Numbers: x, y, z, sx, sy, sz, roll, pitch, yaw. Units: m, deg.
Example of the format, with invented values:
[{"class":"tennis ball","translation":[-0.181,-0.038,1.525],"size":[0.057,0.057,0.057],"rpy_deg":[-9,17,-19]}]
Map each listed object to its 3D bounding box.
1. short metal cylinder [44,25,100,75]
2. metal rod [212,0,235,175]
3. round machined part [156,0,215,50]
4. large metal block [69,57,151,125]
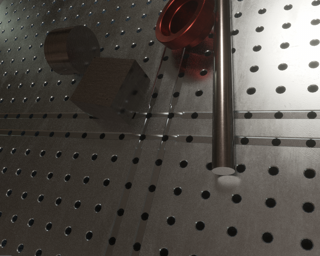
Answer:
[{"class":"short metal cylinder","translation":[-0.148,-0.131,0.529],"size":[0.050,0.080,0.080],"rpy_deg":[3,63,29]},{"class":"metal rod","translation":[0.084,-0.083,0.414],"size":[0.025,0.025,0.299],"rpy_deg":[-8,58,24]},{"class":"round machined part","translation":[0.042,-0.158,0.458],"size":[0.098,0.042,0.098],"rpy_deg":[-28,49,37]},{"class":"large metal block","translation":[-0.074,-0.058,0.464],"size":[0.080,0.050,0.080],"rpy_deg":[11,67,32]}]
